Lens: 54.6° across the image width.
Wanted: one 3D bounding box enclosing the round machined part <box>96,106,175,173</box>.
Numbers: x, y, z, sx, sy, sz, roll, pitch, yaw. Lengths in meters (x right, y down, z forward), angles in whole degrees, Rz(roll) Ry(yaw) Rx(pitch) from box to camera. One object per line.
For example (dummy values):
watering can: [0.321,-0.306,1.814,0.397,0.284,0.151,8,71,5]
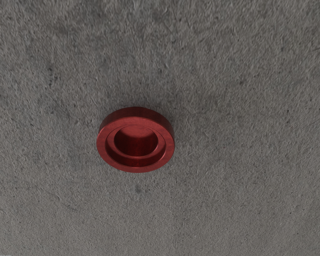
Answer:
round machined part: [-0.030,0.011,0.405,0.099,0.042,0.097,0,130,0]
